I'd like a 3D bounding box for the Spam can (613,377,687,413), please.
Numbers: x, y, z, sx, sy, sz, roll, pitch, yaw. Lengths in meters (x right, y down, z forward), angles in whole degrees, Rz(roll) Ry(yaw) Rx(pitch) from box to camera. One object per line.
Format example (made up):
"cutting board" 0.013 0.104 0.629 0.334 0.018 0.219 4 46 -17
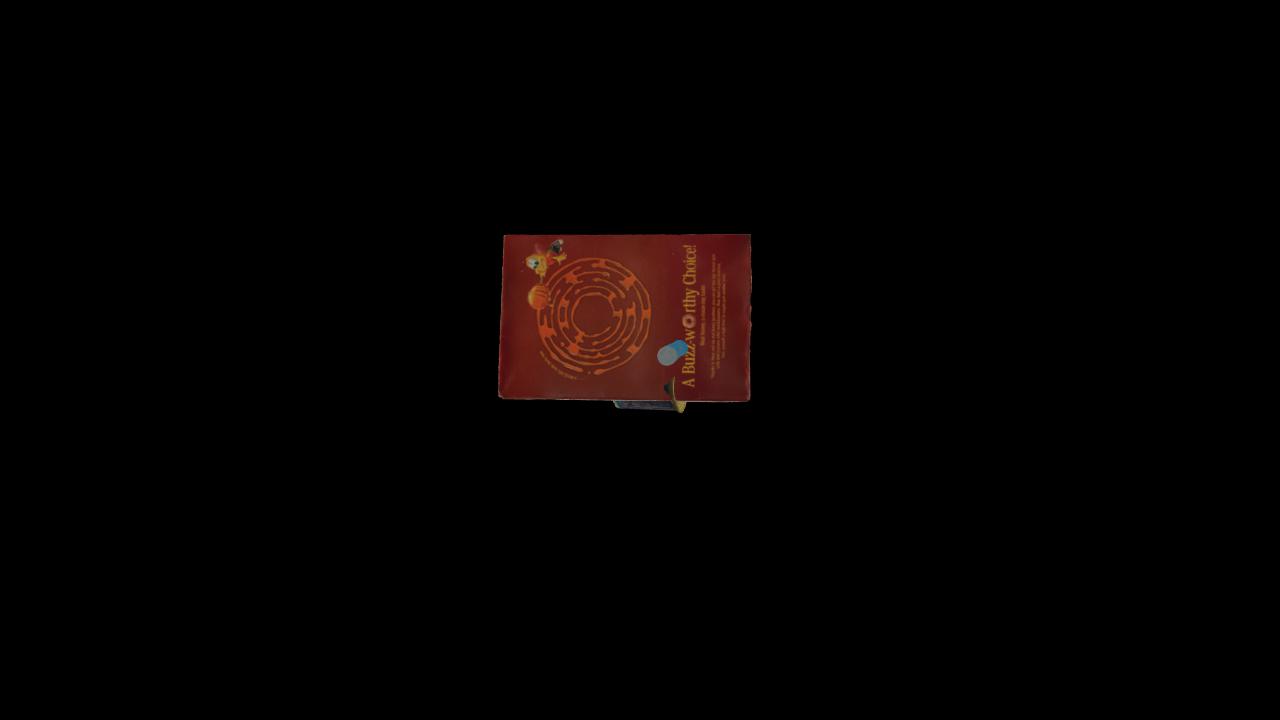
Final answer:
"Spam can" 0.017 0.015 0.768 0.085 0.101 0.058 0 -42 22

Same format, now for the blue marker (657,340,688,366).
"blue marker" 0.036 -0.009 0.648 0.020 0.020 0.121 0 5 10

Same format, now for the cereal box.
"cereal box" -0.018 -0.050 0.761 0.306 0.203 0.081 0 -4 5
